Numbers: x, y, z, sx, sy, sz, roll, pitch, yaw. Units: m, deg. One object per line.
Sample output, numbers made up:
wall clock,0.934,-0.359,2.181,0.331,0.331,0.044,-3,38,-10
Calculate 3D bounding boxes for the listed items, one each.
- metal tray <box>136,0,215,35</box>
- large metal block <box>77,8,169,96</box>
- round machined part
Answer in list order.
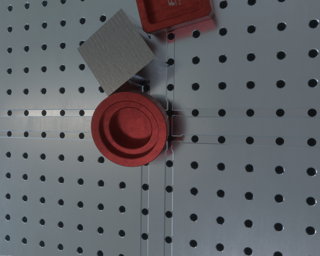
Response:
metal tray,0.010,-0.194,0.392,0.090,0.030,0.129,-11,98,19
large metal block,-0.049,-0.096,0.417,0.080,0.050,0.080,-37,78,16
round machined part,-0.036,-0.002,0.407,0.098,0.042,0.097,2,105,8
